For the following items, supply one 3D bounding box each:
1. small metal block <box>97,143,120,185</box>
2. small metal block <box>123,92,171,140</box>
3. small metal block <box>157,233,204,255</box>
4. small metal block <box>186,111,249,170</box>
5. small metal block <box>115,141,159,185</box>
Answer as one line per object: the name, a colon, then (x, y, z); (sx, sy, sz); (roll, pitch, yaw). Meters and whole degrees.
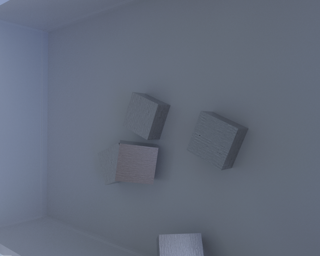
small metal block: (-0.062, 0.053, 0.458); (0.050, 0.025, 0.050); (-26, 74, 37)
small metal block: (-0.019, -0.017, 0.423); (0.050, 0.025, 0.050); (28, 108, 36)
small metal block: (0.023, 0.151, 0.359); (0.025, 0.050, 0.050); (103, 165, -59)
small metal block: (0.065, 0.013, 0.354); (0.050, 0.025, 0.050); (30, 109, 36)
small metal block: (-0.032, 0.046, 0.414); (0.025, 0.050, 0.050); (-132, 49, -80)
